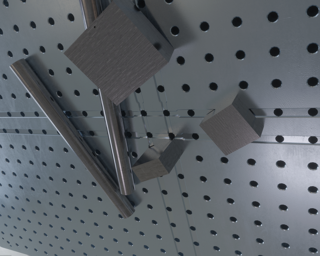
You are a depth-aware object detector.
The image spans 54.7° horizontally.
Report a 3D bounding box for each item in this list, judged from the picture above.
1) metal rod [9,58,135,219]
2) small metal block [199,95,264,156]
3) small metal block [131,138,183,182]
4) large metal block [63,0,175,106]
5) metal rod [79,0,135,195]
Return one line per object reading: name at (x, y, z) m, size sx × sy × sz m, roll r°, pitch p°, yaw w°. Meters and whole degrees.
metal rod at (-0.133, 0.024, 0.496) m, size 0.025 × 0.025 × 0.299 m, roll -24°, pitch 106°, yaw 36°
small metal block at (0.084, -0.002, 0.366) m, size 0.050 × 0.025 × 0.050 m, roll 49°, pitch 129°, yaw -6°
small metal block at (-0.003, 0.044, 0.424) m, size 0.050 × 0.050 × 0.025 m, roll -23°, pitch 106°, yaw 36°
large metal block at (-0.043, -0.086, 0.346) m, size 0.080 × 0.050 × 0.080 m, roll -36°, pitch 108°, yaw 26°
metal rod at (-0.068, -0.029, 0.428) m, size 0.025 × 0.025 × 0.298 m, roll 8°, pitch 122°, yaw 24°
